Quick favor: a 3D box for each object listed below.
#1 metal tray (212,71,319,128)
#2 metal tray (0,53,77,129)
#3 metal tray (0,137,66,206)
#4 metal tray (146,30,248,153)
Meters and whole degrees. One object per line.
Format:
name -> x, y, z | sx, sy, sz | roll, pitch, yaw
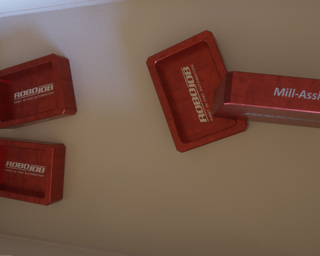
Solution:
metal tray -> 0.124, -0.025, 0.312 | 0.131, 0.090, 0.030 | 6, 85, 2
metal tray -> -0.197, -0.053, 0.477 | 0.130, 0.030, 0.090 | -11, 86, 19
metal tray -> -0.213, 0.064, 0.482 | 0.130, 0.030, 0.089 | 5, 92, 19
metal tray -> 0.046, -0.044, 0.391 | 0.090, 0.030, 0.129 | -21, 83, 18
